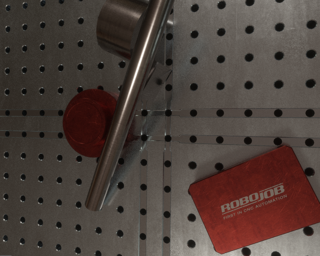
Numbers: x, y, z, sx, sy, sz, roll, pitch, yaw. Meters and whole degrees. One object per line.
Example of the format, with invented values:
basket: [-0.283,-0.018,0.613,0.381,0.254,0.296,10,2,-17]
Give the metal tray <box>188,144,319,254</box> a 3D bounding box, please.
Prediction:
metal tray: [0.112,0.085,0.370,0.130,0.030,0.090,-26,82,17]

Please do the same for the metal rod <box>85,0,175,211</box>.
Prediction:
metal rod: [-0.046,-0.014,0.383,0.025,0.025,0.298,30,116,17]

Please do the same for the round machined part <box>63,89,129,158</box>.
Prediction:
round machined part: [-0.096,-0.007,0.436,0.098,0.042,0.097,0,90,19]

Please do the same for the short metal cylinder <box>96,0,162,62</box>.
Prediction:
short metal cylinder: [-0.035,-0.127,0.395,0.050,0.080,0.080,27,99,17]

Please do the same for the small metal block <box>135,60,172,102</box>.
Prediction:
small metal block: [-0.015,-0.064,0.404,0.025,0.050,0.050,34,101,16]
